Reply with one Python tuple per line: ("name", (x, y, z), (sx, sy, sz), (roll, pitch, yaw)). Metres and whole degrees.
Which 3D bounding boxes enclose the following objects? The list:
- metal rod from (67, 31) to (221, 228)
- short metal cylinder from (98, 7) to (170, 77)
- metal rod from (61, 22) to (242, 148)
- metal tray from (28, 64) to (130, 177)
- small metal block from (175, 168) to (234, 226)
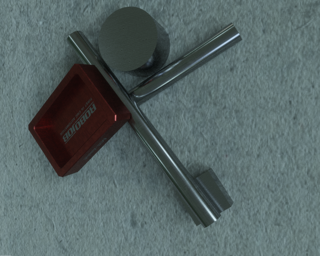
("metal rod", (-0.027, -0.007, 0.393), (0.025, 0.025, 0.299), (-41, 78, 15))
("short metal cylinder", (-0.032, -0.110, 0.407), (0.080, 0.050, 0.079), (0, 90, 19))
("metal rod", (-0.030, -0.044, 0.420), (0.300, 0.025, 0.025), (-31, 80, 17))
("metal tray", (-0.109, -0.008, 0.404), (0.130, 0.030, 0.090), (-43, 76, 26))
("small metal block", (0.056, 0.086, 0.390), (0.050, 0.025, 0.050), (-35, 79, 16))
